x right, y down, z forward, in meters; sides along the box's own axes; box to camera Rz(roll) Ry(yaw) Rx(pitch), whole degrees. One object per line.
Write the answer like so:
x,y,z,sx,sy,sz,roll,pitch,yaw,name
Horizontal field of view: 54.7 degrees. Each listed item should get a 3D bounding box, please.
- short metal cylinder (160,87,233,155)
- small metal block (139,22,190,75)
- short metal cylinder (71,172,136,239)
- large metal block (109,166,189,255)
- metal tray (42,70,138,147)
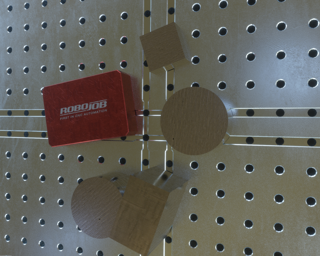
0.047,-0.008,0.383,0.080,0.050,0.079,0,90,19,short metal cylinder
0.007,-0.104,0.410,0.050,0.025,0.050,-18,84,19,small metal block
-0.073,0.103,0.425,0.080,0.050,0.079,0,90,20,short metal cylinder
-0.011,0.099,0.387,0.050,0.080,0.080,21,97,19,large metal block
-0.102,-0.025,0.446,0.130,0.030,0.089,-9,87,19,metal tray
